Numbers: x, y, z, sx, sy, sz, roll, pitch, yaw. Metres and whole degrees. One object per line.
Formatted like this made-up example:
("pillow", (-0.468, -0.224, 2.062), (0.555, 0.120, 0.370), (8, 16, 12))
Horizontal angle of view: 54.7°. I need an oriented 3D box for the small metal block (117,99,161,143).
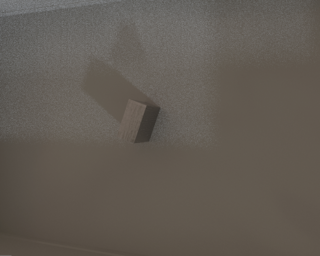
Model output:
("small metal block", (-0.027, -0.009, 0.406), (0.025, 0.050, 0.050), (21, 97, 18))
